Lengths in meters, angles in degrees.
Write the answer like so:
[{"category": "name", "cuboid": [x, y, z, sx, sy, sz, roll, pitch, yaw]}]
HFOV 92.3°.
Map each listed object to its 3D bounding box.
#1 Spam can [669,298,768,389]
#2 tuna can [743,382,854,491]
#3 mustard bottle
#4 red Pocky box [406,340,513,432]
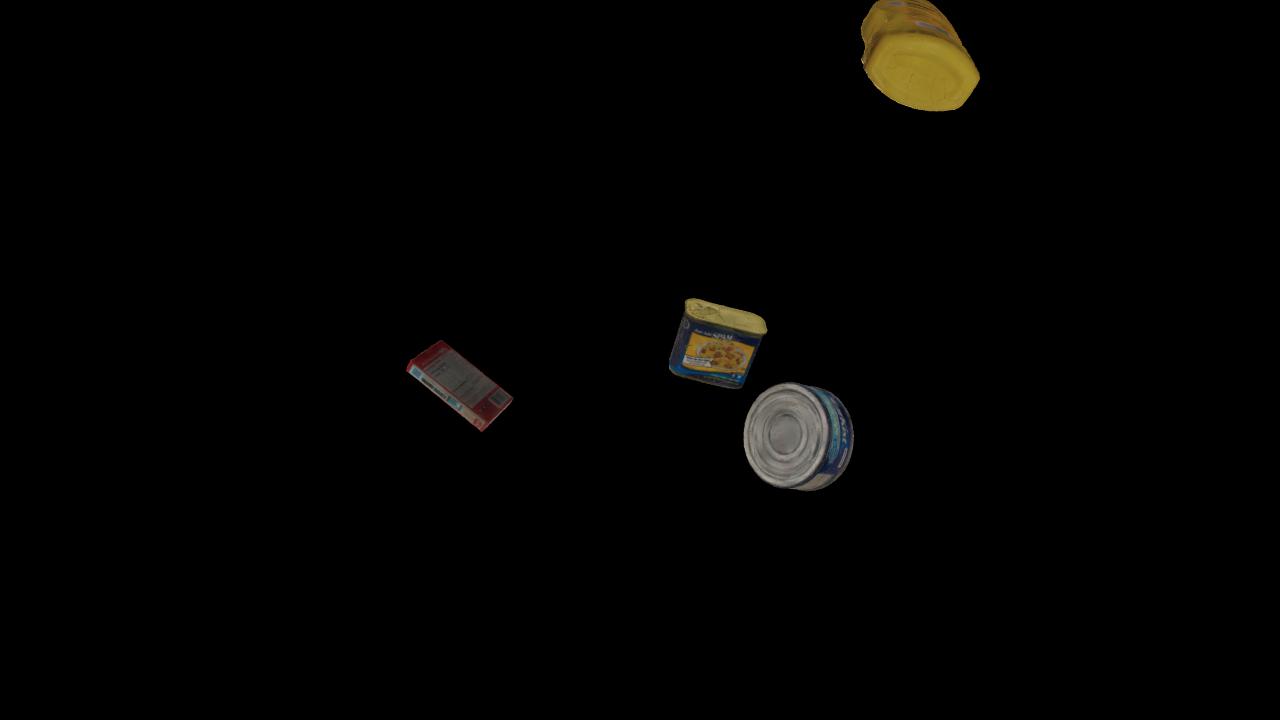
[{"category": "Spam can", "cuboid": [0.093, -0.018, 0.754, 0.101, 0.085, 0.058, 14, 29, -3]}, {"category": "tuna can", "cuboid": [0.122, 0.060, 0.485, 0.034, 0.084, 0.084, 14, -9, -39]}, {"category": "mustard bottle", "cuboid": [0.245, -0.288, 0.553, 0.092, 0.054, 0.184, 17, 45, 1]}, {"category": "red Pocky box", "cuboid": [-0.285, 0.039, 0.981, 0.028, 0.155, 0.083, -50, 1, 34]}]
